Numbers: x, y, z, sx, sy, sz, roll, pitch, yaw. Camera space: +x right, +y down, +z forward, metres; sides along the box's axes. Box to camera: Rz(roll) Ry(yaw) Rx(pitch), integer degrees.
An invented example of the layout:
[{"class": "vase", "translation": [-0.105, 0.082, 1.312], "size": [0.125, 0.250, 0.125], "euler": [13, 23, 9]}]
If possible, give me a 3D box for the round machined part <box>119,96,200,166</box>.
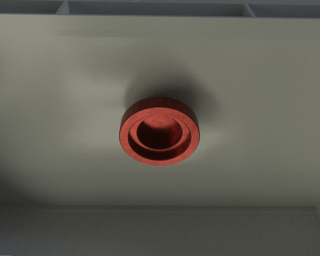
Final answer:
[{"class": "round machined part", "translation": [-0.001, 0.000, 0.393], "size": [0.099, 0.042, 0.097], "euler": [0, 130, 0]}]
